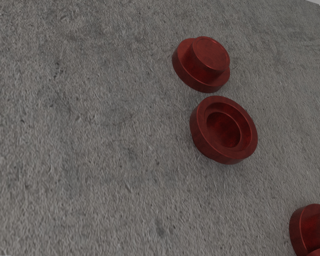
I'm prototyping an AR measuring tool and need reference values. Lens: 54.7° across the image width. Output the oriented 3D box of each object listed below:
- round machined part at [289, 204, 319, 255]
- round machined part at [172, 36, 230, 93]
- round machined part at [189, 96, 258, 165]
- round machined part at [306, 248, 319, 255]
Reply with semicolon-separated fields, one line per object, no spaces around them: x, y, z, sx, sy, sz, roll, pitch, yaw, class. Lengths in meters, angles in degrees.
0.231;0.152;0.424;0.099;0.042;0.098;14;56;-21;round machined part
0.073;-0.108;0.497;0.099;0.042;0.098;14;56;-21;round machined part
0.084;0.006;0.434;0.099;0.042;0.098;14;56;-21;round machined part
0.206;0.182;0.369;0.099;0.097;0.042;23;18;-15;round machined part
